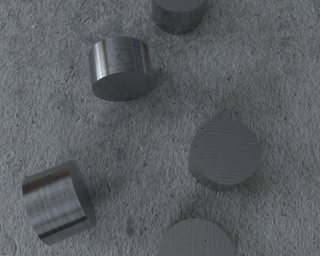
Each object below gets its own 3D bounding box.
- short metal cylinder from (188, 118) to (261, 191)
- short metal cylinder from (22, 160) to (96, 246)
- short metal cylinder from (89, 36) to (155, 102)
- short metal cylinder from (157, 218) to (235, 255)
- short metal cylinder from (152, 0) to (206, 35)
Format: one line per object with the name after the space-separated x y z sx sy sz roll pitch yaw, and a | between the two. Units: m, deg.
0.076 0.034 0.383 0.081 0.050 0.080 0 70 0 | short metal cylinder
-0.110 0.082 0.348 0.050 0.080 0.080 -22 72 -8 | short metal cylinder
-0.050 -0.074 0.406 0.081 0.080 0.050 -9 71 -3 | short metal cylinder
0.037 0.143 0.343 0.081 0.050 0.080 0 70 0 | short metal cylinder
0.027 -0.189 0.464 0.081 0.050 0.080 0 70 0 | short metal cylinder
